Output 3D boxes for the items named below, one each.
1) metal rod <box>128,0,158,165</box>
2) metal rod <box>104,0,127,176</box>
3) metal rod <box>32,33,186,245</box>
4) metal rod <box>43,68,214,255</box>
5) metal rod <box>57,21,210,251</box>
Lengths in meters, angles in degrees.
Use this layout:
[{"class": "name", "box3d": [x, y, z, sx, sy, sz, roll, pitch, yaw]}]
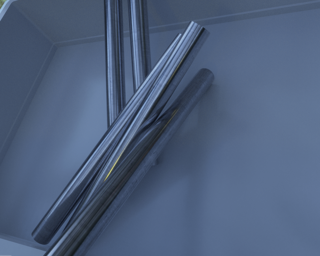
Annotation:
[{"class": "metal rod", "box3d": [-0.025, -0.102, 0.398, 0.025, 0.025, 0.298, -6, 85, 25]}, {"class": "metal rod", "box3d": [-0.059, -0.077, 0.409, 0.025, 0.025, 0.298, -6, 83, 25]}, {"class": "metal rod", "box3d": [-0.059, 0.017, 0.372, 0.299, 0.025, 0.025, -53, 51, 5]}, {"class": "metal rod", "box3d": [-0.009, 0.018, 0.319, 0.025, 0.025, 0.301, 7, 39, 31]}, {"class": "metal rod", "box3d": [-0.036, 0.018, 0.353, 0.025, 0.025, 0.299, 41, 104, 39]}]
